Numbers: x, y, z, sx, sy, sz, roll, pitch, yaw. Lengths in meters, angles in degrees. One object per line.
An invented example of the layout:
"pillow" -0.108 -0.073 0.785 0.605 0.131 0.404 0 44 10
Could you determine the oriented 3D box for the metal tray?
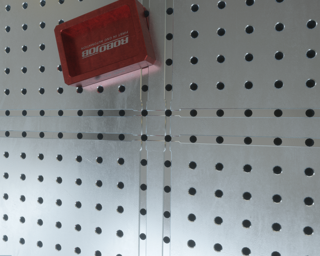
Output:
"metal tray" -0.080 -0.118 0.436 0.130 0.030 0.090 -14 85 19
